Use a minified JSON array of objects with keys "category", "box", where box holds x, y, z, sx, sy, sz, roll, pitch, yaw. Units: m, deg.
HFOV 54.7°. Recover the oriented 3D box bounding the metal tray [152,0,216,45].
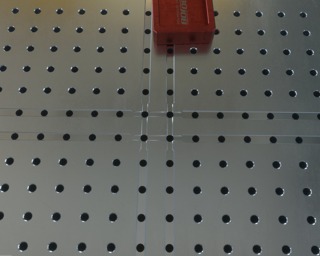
[{"category":"metal tray","box":[0.033,-0.193,0.479,0.091,0.030,0.130,-2,70,-1]}]
